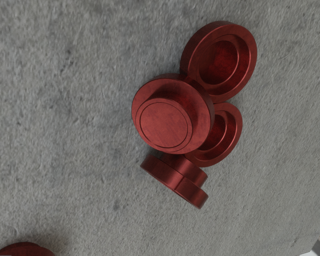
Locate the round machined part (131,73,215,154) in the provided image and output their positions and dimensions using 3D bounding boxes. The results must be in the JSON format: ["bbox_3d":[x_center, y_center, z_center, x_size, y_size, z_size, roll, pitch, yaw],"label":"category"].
[{"bbox_3d":[0.011,-0.011,0.360,0.042,0.098,0.097,-51,152,-56],"label":"round machined part"}]

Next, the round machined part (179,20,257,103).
[{"bbox_3d":[0.067,-0.083,0.383,0.099,0.042,0.097,-14,125,-21],"label":"round machined part"}]

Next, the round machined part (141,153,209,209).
[{"bbox_3d":[0.025,0.063,0.416,0.042,0.098,0.098,-54,130,-9],"label":"round machined part"}]

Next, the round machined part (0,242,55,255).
[{"bbox_3d":[-0.189,0.192,0.412,0.099,0.042,0.097,-14,125,-21],"label":"round machined part"}]

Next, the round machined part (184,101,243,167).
[{"bbox_3d":[0.063,0.003,0.431,0.099,0.042,0.097,-15,122,-25],"label":"round machined part"}]
